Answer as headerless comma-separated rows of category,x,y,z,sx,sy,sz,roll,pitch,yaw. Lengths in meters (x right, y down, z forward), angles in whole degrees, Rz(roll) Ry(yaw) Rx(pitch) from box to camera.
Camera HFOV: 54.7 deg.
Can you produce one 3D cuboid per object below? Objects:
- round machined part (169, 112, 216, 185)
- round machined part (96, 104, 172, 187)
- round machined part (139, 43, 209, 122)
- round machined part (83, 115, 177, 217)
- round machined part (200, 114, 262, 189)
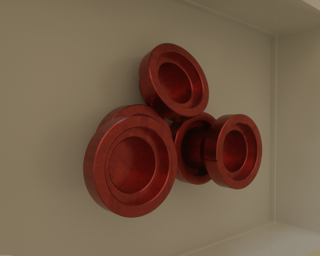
round machined part,0.042,0.027,0.429,0.099,0.042,0.097,0,90,-40
round machined part,-0.035,0.022,0.364,0.099,0.042,0.097,0,90,-40
round machined part,0.013,-0.053,0.391,0.099,0.042,0.098,18,61,-35
round machined part,-0.032,0.036,0.312,0.099,0.042,0.097,0,90,-40
round machined part,0.092,0.031,0.416,0.099,0.042,0.097,0,90,-40
